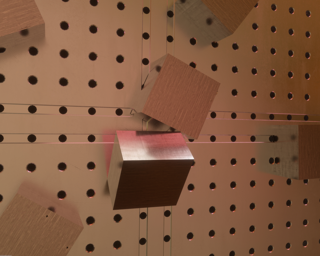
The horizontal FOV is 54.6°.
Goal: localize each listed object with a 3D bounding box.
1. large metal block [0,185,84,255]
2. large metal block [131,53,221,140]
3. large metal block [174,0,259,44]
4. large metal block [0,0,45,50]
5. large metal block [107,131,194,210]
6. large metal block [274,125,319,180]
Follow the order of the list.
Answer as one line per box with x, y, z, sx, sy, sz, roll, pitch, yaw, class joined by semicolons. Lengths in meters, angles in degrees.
-0.145;0.122;0.346;0.080;0.050;0.080;35;79;-17;large metal block
0.020;-0.038;0.406;0.080;0.050;0.080;26;81;-18;large metal block
0.082;-0.180;0.429;0.080;0.050;0.080;41;77;-16;large metal block
-0.180;-0.131;0.333;0.080;0.050;0.080;-26;99;-18;large metal block
-0.015;0.050;0.373;0.081;0.050;0.079;1;127;-20;large metal block
0.229;0.034;0.483;0.081;0.050;0.080;-1;90;-20;large metal block
